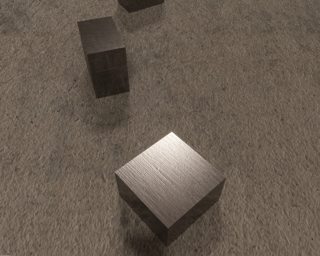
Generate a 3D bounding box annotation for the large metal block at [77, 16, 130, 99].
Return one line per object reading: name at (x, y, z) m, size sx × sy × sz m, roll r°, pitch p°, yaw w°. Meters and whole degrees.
large metal block at (-0.082, -0.103, 0.453) m, size 0.050 × 0.080 × 0.080 m, roll -14°, pitch 52°, yaw -12°

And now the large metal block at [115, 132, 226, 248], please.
large metal block at (0.010, 0.063, 0.334) m, size 0.080 × 0.050 × 0.080 m, roll -34°, pitch 58°, yaw -26°

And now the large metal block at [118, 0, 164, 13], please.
large metal block at (-0.039, -0.283, 0.605) m, size 0.081 × 0.080 × 0.050 m, roll -25°, pitch 55°, yaw -20°
